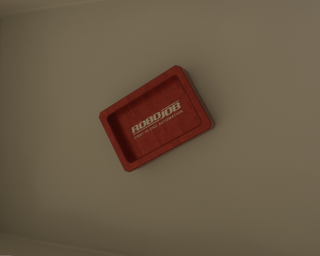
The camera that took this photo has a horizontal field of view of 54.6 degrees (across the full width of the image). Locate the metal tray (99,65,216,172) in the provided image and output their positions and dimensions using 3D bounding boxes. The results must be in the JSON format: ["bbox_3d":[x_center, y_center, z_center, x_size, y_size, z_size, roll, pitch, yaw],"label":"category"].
[{"bbox_3d":[-0.006,-0.010,0.407,0.130,0.030,0.090,-30,81,17],"label":"metal tray"}]
